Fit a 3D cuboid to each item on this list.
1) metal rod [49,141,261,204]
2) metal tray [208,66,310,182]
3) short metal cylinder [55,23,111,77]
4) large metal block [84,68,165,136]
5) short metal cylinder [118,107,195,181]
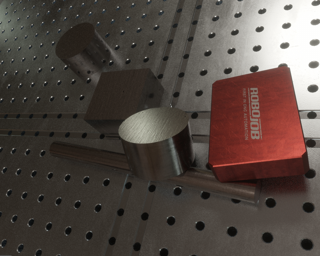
[{"bbox_3d":[-0.029,0.048,0.392,0.300,0.025,0.025,7,65,31],"label":"metal rod"},{"bbox_3d":[0.103,-0.008,0.338,0.090,0.030,0.130,-10,45,22],"label":"metal tray"},{"bbox_3d":[-0.134,-0.137,0.544,0.080,0.050,0.080,-13,56,21],"label":"short metal cylinder"},{"bbox_3d":[-0.049,-0.034,0.437,0.080,0.050,0.080,1,62,28],"label":"large metal block"},{"bbox_3d":[-0.003,0.016,0.361,0.080,0.050,0.080,-9,29,5],"label":"short metal cylinder"}]
